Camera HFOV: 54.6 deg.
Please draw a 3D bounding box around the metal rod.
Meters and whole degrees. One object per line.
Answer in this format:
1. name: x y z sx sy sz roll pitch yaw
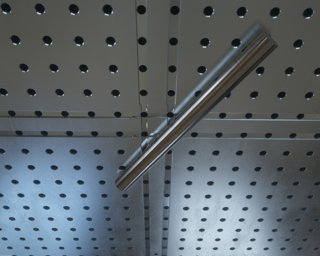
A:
1. metal rod: 0.029 -0.004 0.408 0.025 0.025 0.299 29 124 -23
